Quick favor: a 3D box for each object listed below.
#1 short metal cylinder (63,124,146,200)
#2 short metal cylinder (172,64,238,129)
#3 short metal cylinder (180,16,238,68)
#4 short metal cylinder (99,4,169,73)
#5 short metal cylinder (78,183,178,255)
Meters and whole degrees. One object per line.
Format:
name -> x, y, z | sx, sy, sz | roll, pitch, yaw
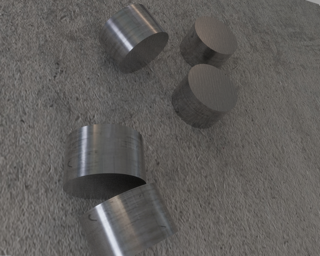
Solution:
short metal cylinder -> -0.056, 0.037, 0.316 | 0.081, 0.080, 0.050 | 8, 58, -24
short metal cylinder -> 0.064, -0.046, 0.450 | 0.081, 0.050, 0.080 | 14, 56, -21
short metal cylinder -> 0.080, -0.138, 0.515 | 0.081, 0.050, 0.080 | 14, 56, -21
short metal cylinder -> -0.035, -0.120, 0.423 | 0.081, 0.080, 0.050 | -30, 79, -38
short metal cylinder -> -0.030, 0.093, 0.296 | 0.081, 0.080, 0.050 | -16, 70, -34
